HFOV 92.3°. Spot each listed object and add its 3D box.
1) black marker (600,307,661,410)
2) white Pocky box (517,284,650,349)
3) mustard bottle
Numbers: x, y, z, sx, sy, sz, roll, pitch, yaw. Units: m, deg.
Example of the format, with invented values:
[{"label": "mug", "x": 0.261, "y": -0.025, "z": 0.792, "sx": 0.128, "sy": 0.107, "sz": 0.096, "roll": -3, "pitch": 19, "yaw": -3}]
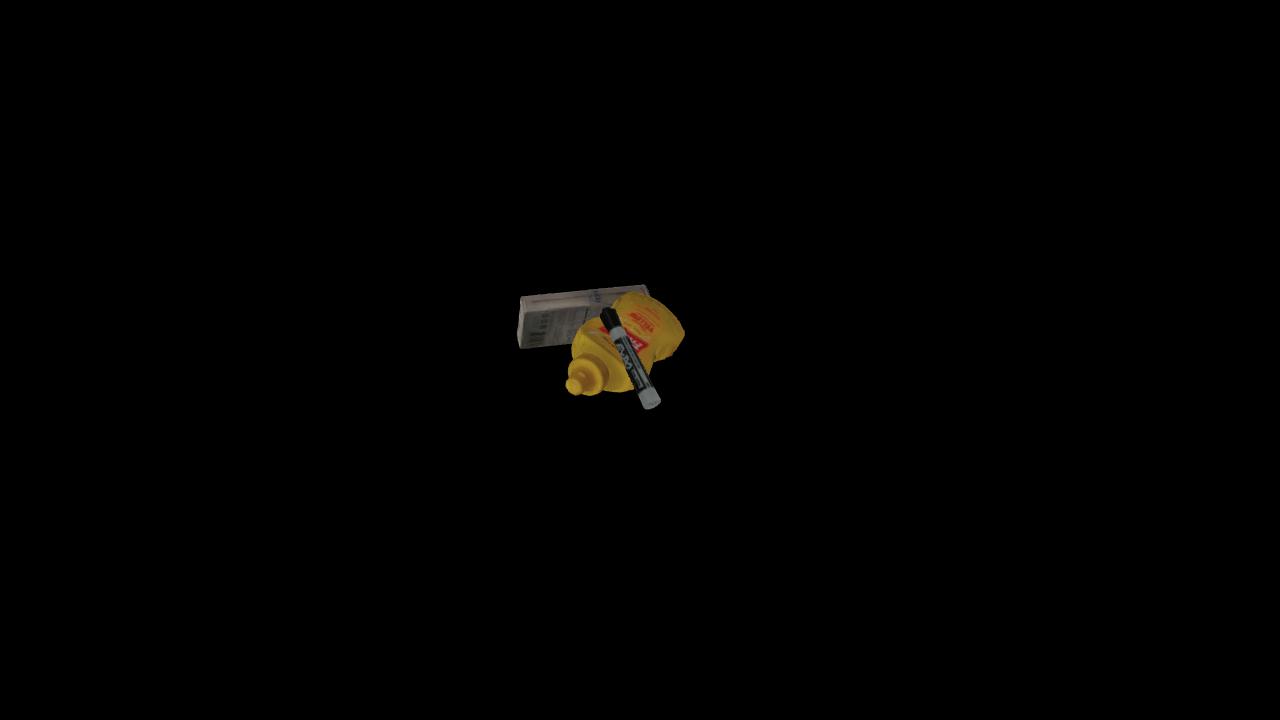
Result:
[{"label": "black marker", "x": -0.012, "y": -0.005, "z": 0.631, "sx": 0.020, "sy": 0.121, "sz": 0.020, "roll": -22, "pitch": -24, "yaw": -11}, {"label": "white Pocky box", "x": -0.070, "y": -0.051, "z": 0.749, "sx": 0.154, "sy": 0.028, "sz": 0.084, "roll": -7, "pitch": -29, "yaw": -20}, {"label": "mustard bottle", "x": -0.025, "y": -0.011, "z": 0.669, "sx": 0.054, "sy": 0.092, "sz": 0.184, "roll": -50, "pitch": -5, "yaw": 38}]
